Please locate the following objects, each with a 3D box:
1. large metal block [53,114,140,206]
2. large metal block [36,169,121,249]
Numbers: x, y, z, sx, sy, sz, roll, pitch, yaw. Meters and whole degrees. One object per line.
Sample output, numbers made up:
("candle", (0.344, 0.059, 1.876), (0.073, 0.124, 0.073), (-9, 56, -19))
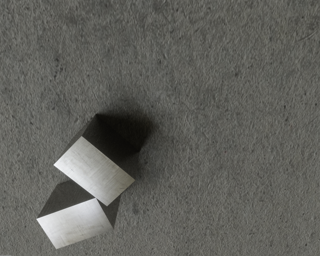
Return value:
("large metal block", (-0.075, 0.038, 0.393), (0.080, 0.080, 0.050), (42, 105, -14))
("large metal block", (-0.104, 0.105, 0.418), (0.080, 0.080, 0.050), (-21, 109, 7))
